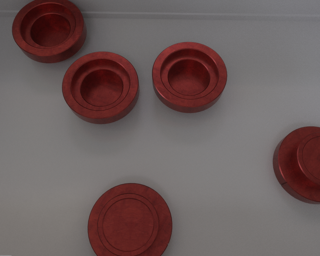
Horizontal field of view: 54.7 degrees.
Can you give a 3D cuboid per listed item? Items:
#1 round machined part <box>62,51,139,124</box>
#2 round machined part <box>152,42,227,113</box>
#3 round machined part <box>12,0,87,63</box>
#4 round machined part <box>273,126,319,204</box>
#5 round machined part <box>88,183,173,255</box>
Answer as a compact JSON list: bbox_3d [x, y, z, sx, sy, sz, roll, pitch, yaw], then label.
[{"bbox_3d":[-0.077,-0.050,0.418,0.099,0.042,0.098,0,70,0],"label":"round machined part"},{"bbox_3d":[0.039,-0.065,0.424,0.099,0.042,0.098,0,70,0],"label":"round machined part"},{"bbox_3d":[-0.155,-0.136,0.448,0.099,0.042,0.098,0,71,0],"label":"round machined part"},{"bbox_3d":[0.197,0.043,0.386,0.099,0.042,0.098,0,70,0],"label":"round machined part"},{"bbox_3d":[-0.035,0.112,0.359,0.099,0.042,0.098,0,70,0],"label":"round machined part"}]
